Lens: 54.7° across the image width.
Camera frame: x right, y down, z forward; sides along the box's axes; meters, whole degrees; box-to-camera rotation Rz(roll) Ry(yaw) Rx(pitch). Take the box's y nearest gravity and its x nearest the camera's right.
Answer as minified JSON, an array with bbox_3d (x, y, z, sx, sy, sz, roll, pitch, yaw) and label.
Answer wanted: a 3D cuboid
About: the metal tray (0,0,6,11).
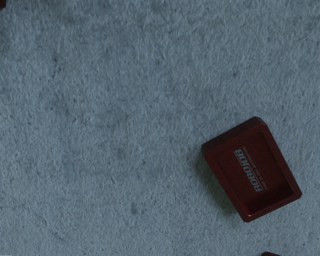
[{"bbox_3d":[-0.237,-0.169,0.326,0.090,0.030,0.130,-19,111,27],"label":"metal tray"}]

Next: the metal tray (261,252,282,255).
[{"bbox_3d":[0.214,0.262,0.506,0.131,0.030,0.089,19,109,-8],"label":"metal tray"}]

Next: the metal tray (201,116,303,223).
[{"bbox_3d":[0.127,0.060,0.431,0.090,0.030,0.130,-30,108,10],"label":"metal tray"}]
